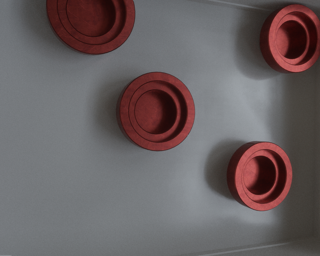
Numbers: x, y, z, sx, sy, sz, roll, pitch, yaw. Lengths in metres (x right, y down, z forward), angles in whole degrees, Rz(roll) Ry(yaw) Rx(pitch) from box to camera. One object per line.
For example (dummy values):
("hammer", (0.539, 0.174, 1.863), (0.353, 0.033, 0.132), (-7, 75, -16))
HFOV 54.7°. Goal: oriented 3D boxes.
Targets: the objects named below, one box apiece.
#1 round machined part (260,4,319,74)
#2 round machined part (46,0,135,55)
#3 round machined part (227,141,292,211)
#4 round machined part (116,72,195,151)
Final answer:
("round machined part", (0.192, -0.132, 0.468), (0.099, 0.042, 0.097), (-2, 97, -18))
("round machined part", (-0.082, -0.136, 0.366), (0.099, 0.042, 0.097), (-4, 101, -21))
("round machined part", (0.139, 0.067, 0.453), (0.099, 0.042, 0.097), (0, 90, -20))
("round machined part", (-0.008, -0.020, 0.398), (0.099, 0.042, 0.097), (0, 90, -20))
